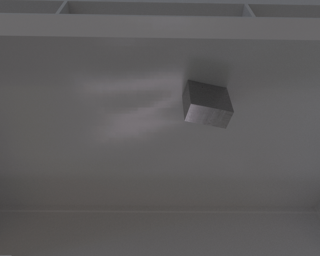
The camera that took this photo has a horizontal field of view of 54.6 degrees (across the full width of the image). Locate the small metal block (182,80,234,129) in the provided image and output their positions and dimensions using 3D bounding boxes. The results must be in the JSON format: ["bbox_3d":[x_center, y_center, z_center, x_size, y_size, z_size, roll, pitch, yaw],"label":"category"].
[{"bbox_3d":[0.055,-0.029,0.368,0.050,0.050,0.025,10,129,-9],"label":"small metal block"}]
